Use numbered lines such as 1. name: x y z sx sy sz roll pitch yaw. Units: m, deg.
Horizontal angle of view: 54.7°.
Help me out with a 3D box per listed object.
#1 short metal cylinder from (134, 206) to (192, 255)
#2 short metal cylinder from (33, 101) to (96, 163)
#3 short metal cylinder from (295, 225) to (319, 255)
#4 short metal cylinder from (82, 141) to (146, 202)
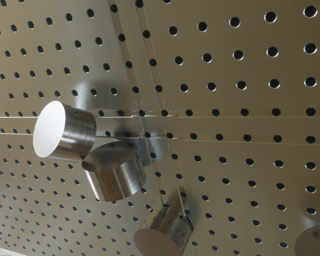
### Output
1. short metal cylinder: 0.005 0.173 0.498 0.080 0.050 0.079 13 124 20
2. short metal cylinder: -0.136 0.007 0.442 0.080 0.050 0.080 -15 67 38
3. short metal cylinder: 0.207 0.161 0.366 0.080 0.080 0.050 -8 114 31
4. short metal cylinder: -0.065 0.060 0.445 0.080 0.080 0.050 -1 118 28
